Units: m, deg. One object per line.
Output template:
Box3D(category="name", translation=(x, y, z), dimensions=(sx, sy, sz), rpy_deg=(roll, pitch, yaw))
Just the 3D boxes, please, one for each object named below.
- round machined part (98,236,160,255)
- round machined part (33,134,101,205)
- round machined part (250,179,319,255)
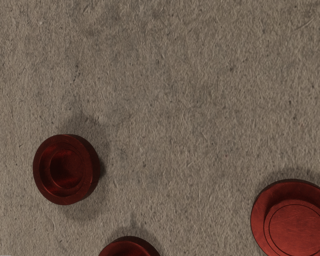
Box3D(category="round machined part", translation=(-0.045, 0.200, 0.415), dimensions=(0.098, 0.042, 0.097), rpy_deg=(0, 90, 19))
Box3D(category="round machined part", translation=(-0.128, 0.057, 0.444), dimensions=(0.098, 0.042, 0.097), rpy_deg=(0, 90, 19))
Box3D(category="round machined part", translation=(0.152, 0.109, 0.346), dimensions=(0.098, 0.042, 0.097), rpy_deg=(0, 90, 19))
